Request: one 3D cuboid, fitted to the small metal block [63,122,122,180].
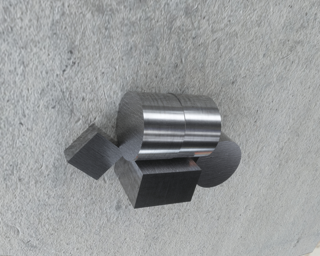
[{"bbox_3d":[-0.081,0.030,0.383,0.050,0.025,0.050,-44,129,2],"label":"small metal block"}]

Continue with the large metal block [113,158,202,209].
[{"bbox_3d":[-0.006,0.054,0.404,0.081,0.080,0.050,1,118,-29],"label":"large metal block"}]

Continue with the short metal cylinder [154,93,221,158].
[{"bbox_3d":[0.031,-0.003,0.388,0.050,0.080,0.079,1,118,-29],"label":"short metal cylinder"}]

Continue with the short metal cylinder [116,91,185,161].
[{"bbox_3d":[-0.013,-0.002,0.365,0.050,0.080,0.079,1,118,-29],"label":"short metal cylinder"}]

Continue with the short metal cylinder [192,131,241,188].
[{"bbox_3d":[0.071,0.040,0.456,0.081,0.050,0.079,-14,124,-21],"label":"short metal cylinder"}]
